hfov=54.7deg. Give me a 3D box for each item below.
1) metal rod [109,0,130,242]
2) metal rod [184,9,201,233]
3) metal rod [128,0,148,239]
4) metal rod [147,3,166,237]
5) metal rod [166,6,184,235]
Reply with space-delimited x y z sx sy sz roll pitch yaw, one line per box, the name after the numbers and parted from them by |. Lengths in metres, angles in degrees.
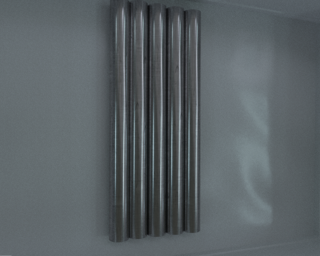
-0.051 -0.010 0.390 0.025 0.025 0.298 0 90 -20 | metal rod
0.043 -0.009 0.425 0.025 0.025 0.298 0 90 -20 | metal rod
-0.029 -0.010 0.399 0.025 0.025 0.298 0 90 -20 | metal rod
-0.005 -0.010 0.407 0.025 0.025 0.298 0 90 -20 | metal rod
0.020 -0.010 0.416 0.025 0.025 0.298 0 90 -20 | metal rod
